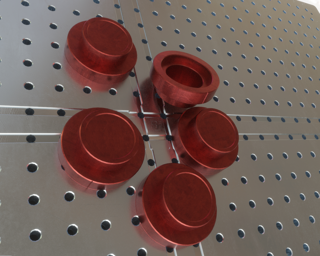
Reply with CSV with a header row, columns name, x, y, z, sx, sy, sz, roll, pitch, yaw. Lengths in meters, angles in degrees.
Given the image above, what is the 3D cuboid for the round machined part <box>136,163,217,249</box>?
name,x,y,z,sx,sy,sz,roll,pitch,yaw
round machined part,0.026,0.085,0.360,0.099,0.042,0.098,14,56,-21

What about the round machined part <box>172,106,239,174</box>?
name,x,y,z,sx,sy,sz,roll,pitch,yaw
round machined part,0.069,0.011,0.430,0.099,0.042,0.098,14,56,-21

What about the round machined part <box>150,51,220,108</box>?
name,x,y,z,sx,sy,sz,roll,pitch,yaw
round machined part,0.032,-0.066,0.446,0.099,0.042,0.098,12,43,-11

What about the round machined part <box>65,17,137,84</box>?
name,x,y,z,sx,sy,sz,roll,pitch,yaw
round machined part,-0.077,-0.113,0.426,0.099,0.042,0.098,14,56,-21

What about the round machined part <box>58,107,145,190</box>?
name,x,y,z,sx,sy,sz,roll,pitch,yaw
round machined part,-0.062,0.018,0.354,0.099,0.042,0.098,14,56,-21
